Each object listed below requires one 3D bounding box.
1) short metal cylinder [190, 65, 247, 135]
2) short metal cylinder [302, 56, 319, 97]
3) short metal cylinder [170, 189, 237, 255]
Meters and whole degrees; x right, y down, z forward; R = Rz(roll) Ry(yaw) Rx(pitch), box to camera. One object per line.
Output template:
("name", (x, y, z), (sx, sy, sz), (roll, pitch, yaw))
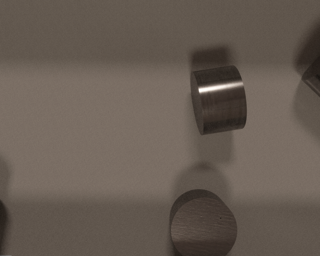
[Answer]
("short metal cylinder", (0.070, -0.034, 0.385), (0.050, 0.080, 0.080), (-9, 90, 0))
("short metal cylinder", (0.228, -0.071, 0.387), (0.050, 0.080, 0.080), (44, 90, -1))
("short metal cylinder", (0.053, 0.124, 0.400), (0.081, 0.050, 0.079), (0, 90, -1))
